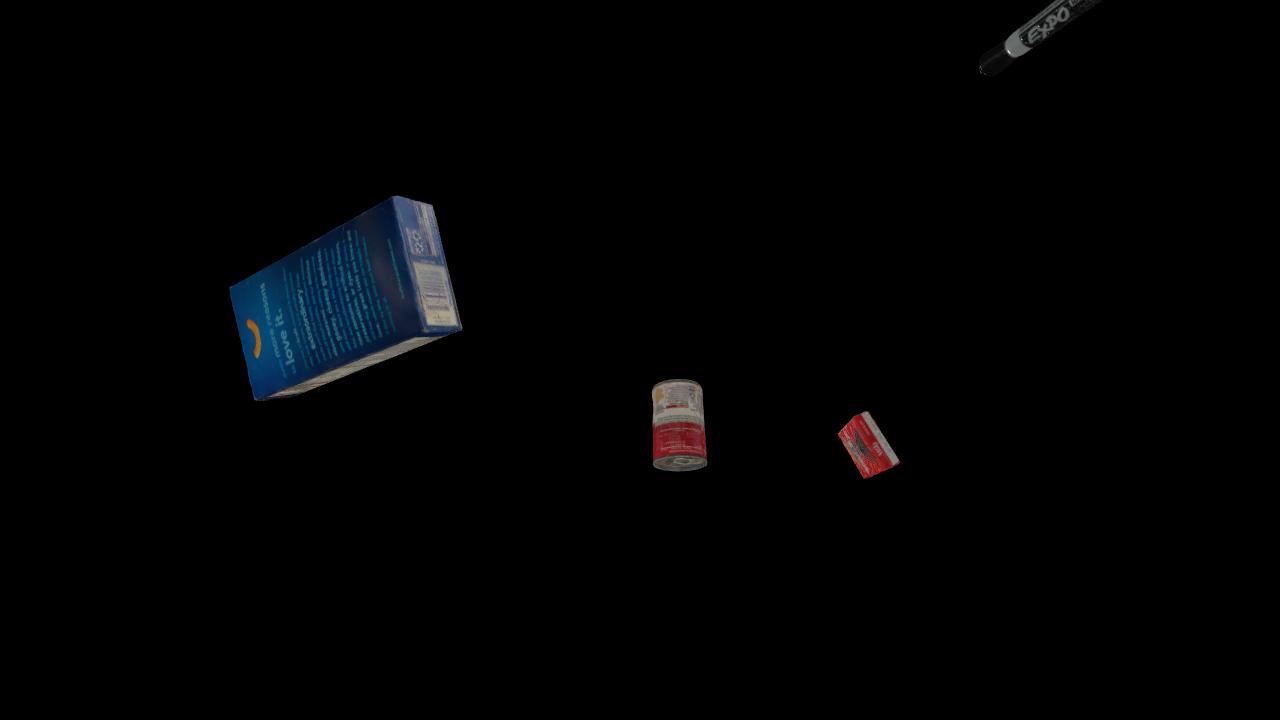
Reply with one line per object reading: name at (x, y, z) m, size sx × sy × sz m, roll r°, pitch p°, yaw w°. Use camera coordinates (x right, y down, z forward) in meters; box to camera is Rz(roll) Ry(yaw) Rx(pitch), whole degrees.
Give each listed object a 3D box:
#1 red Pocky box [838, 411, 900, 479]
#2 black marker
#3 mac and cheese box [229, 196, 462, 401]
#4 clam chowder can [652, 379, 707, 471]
red Pocky box at (0.331, 0.128, 0.900) m, size 0.028 × 0.083 × 0.155 m, roll -29°, pitch -18°, yaw 2°
black marker at (0.277, -0.229, 0.414) m, size 0.020 × 0.020 × 0.121 m, roll 0°, pitch -6°, yaw -12°
mac and cheese box at (-0.215, -0.038, 0.440) m, size 0.184 × 0.093 × 0.041 m, roll -17°, pitch -3°, yaw 26°
clam chowder can at (0.049, 0.083, 0.777) m, size 0.068 × 0.102 × 0.068 m, roll -1°, pitch -25°, yaw 0°
